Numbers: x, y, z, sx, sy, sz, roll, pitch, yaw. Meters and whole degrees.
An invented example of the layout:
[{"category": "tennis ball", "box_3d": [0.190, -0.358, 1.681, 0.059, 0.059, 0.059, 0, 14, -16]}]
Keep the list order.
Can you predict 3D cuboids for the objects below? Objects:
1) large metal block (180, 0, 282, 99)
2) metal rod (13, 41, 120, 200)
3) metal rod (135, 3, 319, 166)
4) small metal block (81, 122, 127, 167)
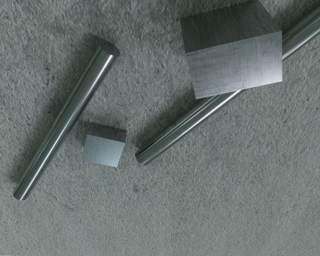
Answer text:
[{"category": "large metal block", "box_3d": [0.067, -0.079, 0.305, 0.080, 0.080, 0.050, -11, 129, 9]}, {"category": "metal rod", "box_3d": [-0.137, 0.009, 0.412, 0.025, 0.025, 0.298, 27, 125, -22]}, {"category": "metal rod", "box_3d": [0.076, -0.040, 0.373, 0.025, 0.025, 0.299, 35, 121, -27]}, {"category": "small metal block", "box_3d": [-0.077, 0.024, 0.426, 0.050, 0.025, 0.050, 14, 129, -12]}]
